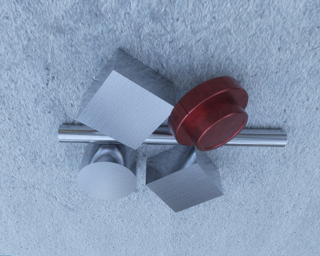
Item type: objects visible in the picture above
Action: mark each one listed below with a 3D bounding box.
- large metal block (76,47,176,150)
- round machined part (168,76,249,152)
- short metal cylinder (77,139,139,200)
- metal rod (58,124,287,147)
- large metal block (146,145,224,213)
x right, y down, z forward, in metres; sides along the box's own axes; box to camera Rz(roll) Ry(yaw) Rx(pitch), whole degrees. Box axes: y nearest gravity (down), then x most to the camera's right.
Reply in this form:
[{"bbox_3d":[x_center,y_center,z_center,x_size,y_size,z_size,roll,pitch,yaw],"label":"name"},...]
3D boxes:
[{"bbox_3d":[-0.038,-0.031,0.362,0.080,0.050,0.080,30,124,-23],"label":"large metal block"},{"bbox_3d":[0.062,-0.009,0.360,0.099,0.042,0.098,-23,150,-14],"label":"round machined part"},{"bbox_3d":[-0.072,0.057,0.440,0.081,0.050,0.079,0,130,0],"label":"short metal cylinder"},{"bbox_3d":[0.018,0.011,0.420,0.302,0.025,0.025,1,130,-2],"label":"metal rod"},{"bbox_3d":[0.036,0.071,0.453,0.080,0.050,0.080,-26,126,20],"label":"large metal block"}]
